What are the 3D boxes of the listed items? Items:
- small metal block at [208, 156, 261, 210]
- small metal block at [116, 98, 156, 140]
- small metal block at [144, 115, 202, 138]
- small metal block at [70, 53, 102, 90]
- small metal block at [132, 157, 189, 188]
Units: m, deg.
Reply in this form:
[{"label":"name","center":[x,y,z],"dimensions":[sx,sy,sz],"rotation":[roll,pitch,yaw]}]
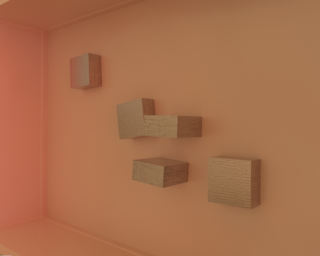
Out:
[{"label":"small metal block","center":[0.081,0.058,0.340],"dimensions":[0.050,0.025,0.050],"rotation":[1,91,40]},{"label":"small metal block","center":[-0.033,-0.012,0.434],"dimensions":[0.050,0.025,0.050],"rotation":[-11,83,39]},{"label":"small metal block","center":[0.016,-0.002,0.377],"dimensions":[0.050,0.050,0.025],"rotation":[3,92,40]},{"label":"small metal block","center":[-0.122,-0.092,0.508],"dimensions":[0.050,0.025,0.050],"rotation":[-3,88,40]},{"label":"small metal block","center":[0.001,0.054,0.390],"dimensions":[0.050,0.050,0.025],"rotation":[6,94,40]}]
